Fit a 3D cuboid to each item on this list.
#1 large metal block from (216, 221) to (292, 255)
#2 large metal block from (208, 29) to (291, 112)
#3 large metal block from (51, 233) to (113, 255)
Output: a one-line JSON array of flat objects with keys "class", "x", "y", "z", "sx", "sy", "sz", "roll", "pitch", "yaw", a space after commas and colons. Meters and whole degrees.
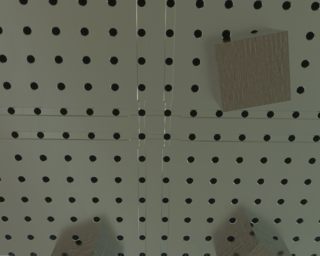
[{"class": "large metal block", "x": 0.148, "y": 0.206, "z": 0.478, "sx": 0.080, "sy": 0.050, "sz": 0.080, "roll": 35, "pitch": 106, "yaw": -12}, {"class": "large metal block", "x": 0.107, "y": -0.071, "z": 0.376, "sx": 0.080, "sy": 0.050, "sz": 0.079, "roll": -10, "pitch": 110, "yaw": 3}, {"class": "large metal block", "x": -0.117, "y": 0.222, "z": 0.480, "sx": 0.080, "sy": 0.050, "sz": 0.080, "roll": -21, "pitch": 109, "yaw": 7}]
